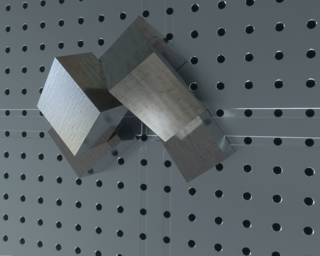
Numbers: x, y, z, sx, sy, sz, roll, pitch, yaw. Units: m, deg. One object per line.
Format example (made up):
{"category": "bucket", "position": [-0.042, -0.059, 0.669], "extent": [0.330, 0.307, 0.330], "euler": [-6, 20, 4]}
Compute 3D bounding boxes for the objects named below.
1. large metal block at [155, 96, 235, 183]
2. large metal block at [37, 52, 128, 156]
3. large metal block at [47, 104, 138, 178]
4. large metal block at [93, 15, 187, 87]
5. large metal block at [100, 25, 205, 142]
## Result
{"category": "large metal block", "position": [0.041, 0.011, 0.367], "extent": [0.050, 0.080, 0.080], "euler": [-35, 79, 16]}
{"category": "large metal block", "position": [-0.089, -0.028, 0.360], "extent": [0.080, 0.050, 0.080], "euler": [49, 130, 13]}
{"category": "large metal block", "position": [-0.093, 0.010, 0.430], "extent": [0.080, 0.050, 0.080], "euler": [-41, 78, 15]}
{"category": "large metal block", "position": [-0.022, -0.082, 0.389], "extent": [0.080, 0.080, 0.050], "euler": [-43, 77, 15]}
{"category": "large metal block", "position": [-0.010, -0.046, 0.311], "extent": [0.050, 0.080, 0.080], "euler": [-39, 35, 11]}
